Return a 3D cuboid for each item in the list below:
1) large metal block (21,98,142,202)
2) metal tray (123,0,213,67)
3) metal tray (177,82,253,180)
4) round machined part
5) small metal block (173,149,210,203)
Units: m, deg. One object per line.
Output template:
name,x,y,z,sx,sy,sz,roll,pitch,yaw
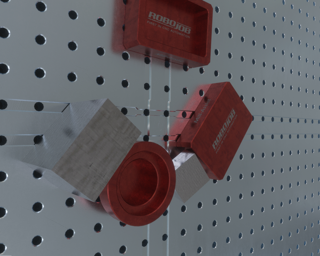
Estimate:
large metal block,-0.078,0.019,0.308,0.050,0.080,0.080,48,62,-30
metal tray,0.016,-0.139,0.419,0.131,0.030,0.089,5,87,-40
metal tray,0.089,0.003,0.481,0.090,0.030,0.130,48,61,-29
round machined part,-0.031,0.064,0.373,0.099,0.042,0.097,0,90,-40
small metal block,0.034,0.067,0.431,0.050,0.025,0.050,-39,115,-17
